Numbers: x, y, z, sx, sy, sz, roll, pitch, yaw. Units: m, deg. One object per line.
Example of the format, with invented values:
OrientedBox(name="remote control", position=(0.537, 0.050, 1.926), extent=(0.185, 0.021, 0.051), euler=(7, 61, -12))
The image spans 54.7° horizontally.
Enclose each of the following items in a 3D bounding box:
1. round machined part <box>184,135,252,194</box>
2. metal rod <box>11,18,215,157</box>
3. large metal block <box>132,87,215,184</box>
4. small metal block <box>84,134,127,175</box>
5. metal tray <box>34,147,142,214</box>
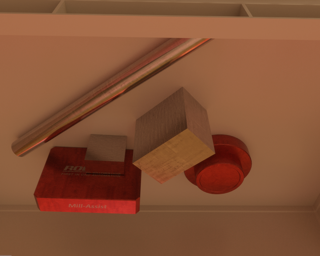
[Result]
OrientedBox(name="round machined part", position=(0.084, 0.059, 0.450), extent=(0.099, 0.042, 0.097), euler=(-1, 130, 0))
OrientedBox(name="metal rod", position=(-0.072, -0.037, 0.376), extent=(0.300, 0.025, 0.025), euler=(-28, 125, 21))
OrientedBox(name="large metal block", position=(0.015, 0.009, 0.381), extent=(0.080, 0.080, 0.050), euler=(-34, 123, 25))
OrientedBox(name="small metal block", position=(-0.072, 0.035, 0.422), extent=(0.050, 0.050, 0.025), euler=(3, 130, -3))
OrientedBox(name="metal tray", position=(-0.091, 0.069, 0.424), extent=(0.131, 0.090, 0.030), euler=(3, 130, -3))
